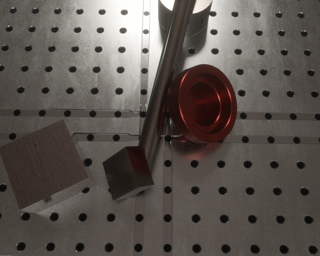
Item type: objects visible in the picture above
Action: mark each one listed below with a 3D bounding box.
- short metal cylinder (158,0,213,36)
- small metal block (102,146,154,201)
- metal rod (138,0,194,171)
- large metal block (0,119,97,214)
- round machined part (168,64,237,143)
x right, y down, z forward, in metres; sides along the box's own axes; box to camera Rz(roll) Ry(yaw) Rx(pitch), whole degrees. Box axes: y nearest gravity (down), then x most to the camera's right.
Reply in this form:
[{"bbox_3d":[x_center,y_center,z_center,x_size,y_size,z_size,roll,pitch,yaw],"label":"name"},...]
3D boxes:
[{"bbox_3d":[0.037,-0.187,0.467,0.081,0.050,0.080,0,70,0],"label":"short metal cylinder"},{"bbox_3d":[-0.040,0.055,0.376,0.025,0.050,0.050,2,62,-47],"label":"small metal block"},{"bbox_3d":[0.013,-0.092,0.410,0.025,0.025,0.299,13,84,4],"label":"metal rod"},{"bbox_3d":[-0.135,0.048,0.379,0.080,0.050,0.080,-25,72,-9],"label":"large metal block"},{"bbox_3d":[0.050,-0.029,0.398,0.099,0.042,0.097,4,82,-35],"label":"round machined part"}]
